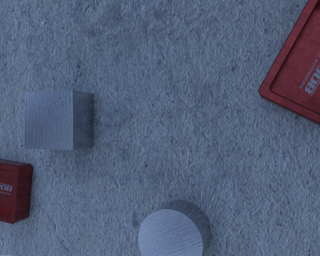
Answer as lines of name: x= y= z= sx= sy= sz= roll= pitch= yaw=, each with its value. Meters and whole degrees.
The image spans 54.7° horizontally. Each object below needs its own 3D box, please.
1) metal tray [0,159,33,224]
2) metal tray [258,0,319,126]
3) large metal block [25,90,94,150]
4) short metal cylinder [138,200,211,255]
metal tray: x=-0.272 y=0.096 z=0.501 sx=0.130 sy=0.030 sz=0.089 roll=6 pitch=92 yaw=19
metal tray: x=0.181 y=-0.075 z=0.342 sx=0.090 sy=0.030 sz=0.129 roll=30 pitch=100 yaw=17
large metal block: x=-0.144 y=-0.011 z=0.447 sx=0.080 sy=0.050 sz=0.079 roll=0 pitch=90 yaw=20
short metal cylinder: x=0.020 y=0.136 z=0.389 sx=0.080 sy=0.050 sz=0.079 roll=0 pitch=90 yaw=20
